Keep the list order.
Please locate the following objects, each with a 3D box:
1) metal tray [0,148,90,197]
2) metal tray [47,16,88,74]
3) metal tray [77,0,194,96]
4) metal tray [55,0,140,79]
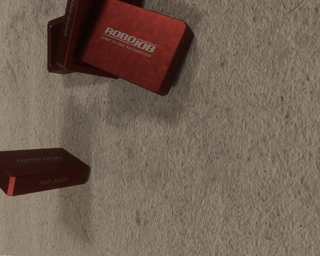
[{"bbox_3d":[-0.192,0.064,0.491,0.090,0.131,0.030,25,106,37],"label":"metal tray"},{"bbox_3d":[-0.138,-0.141,0.511,0.130,0.030,0.089,0,90,39],"label":"metal tray"},{"bbox_3d":[-0.034,-0.106,0.397,0.130,0.030,0.090,26,96,21],"label":"metal tray"},{"bbox_3d":[-0.083,-0.139,0.426,0.030,0.091,0.129,29,108,43],"label":"metal tray"}]
